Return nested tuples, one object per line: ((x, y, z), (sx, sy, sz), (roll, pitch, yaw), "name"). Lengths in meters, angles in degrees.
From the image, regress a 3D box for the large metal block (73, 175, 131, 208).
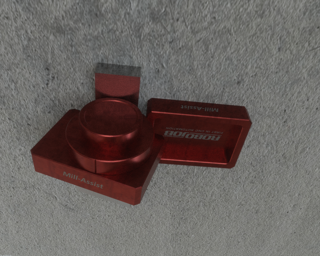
((-0.070, 0.057, 0.415), (0.080, 0.050, 0.080), (16, 144, 9), "large metal block")

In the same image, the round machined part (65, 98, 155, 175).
((-0.055, 0.002, 0.347), (0.099, 0.098, 0.042), (5, 130, -5), "round machined part")

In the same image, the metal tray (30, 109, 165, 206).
((-0.069, 0.029, 0.368), (0.131, 0.090, 0.030), (17, 131, 9), "metal tray")

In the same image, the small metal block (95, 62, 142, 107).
((-0.050, -0.048, 0.368), (0.050, 0.025, 0.050), (5, 130, -5), "small metal block")

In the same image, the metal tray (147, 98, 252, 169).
((0.045, 0.010, 0.414), (0.131, 0.030, 0.089), (5, 130, -5), "metal tray")
